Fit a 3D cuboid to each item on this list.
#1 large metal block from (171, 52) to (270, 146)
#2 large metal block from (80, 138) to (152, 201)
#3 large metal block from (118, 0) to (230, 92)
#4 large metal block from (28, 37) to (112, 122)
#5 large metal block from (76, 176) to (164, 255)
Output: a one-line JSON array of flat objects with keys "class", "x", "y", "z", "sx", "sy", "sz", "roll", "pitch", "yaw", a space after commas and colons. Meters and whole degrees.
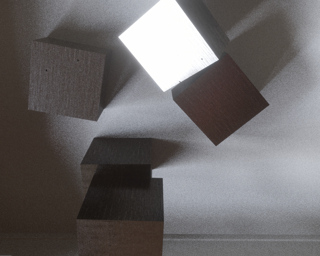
[{"class": "large metal block", "x": 0.072, "y": -0.039, "z": 0.385, "sx": 0.080, "sy": 0.050, "sz": 0.080, "roll": -40, "pitch": 106, "yaw": 13}, {"class": "large metal block", "x": -0.051, "y": 0.051, "z": 0.400, "sx": 0.081, "sy": 0.080, "sz": 0.050, "roll": 0, "pitch": 110, "yaw": -1}, {"class": "large metal block", "x": 0.016, "y": -0.099, "z": 0.344, "sx": 0.080, "sy": 0.050, "sz": 0.080, "roll": -26, "pitch": 111, "yaw": 40}, {"class": "large metal block", "x": -0.107, "y": -0.060, "z": 0.374, "sx": 0.081, "sy": 0.050, "sz": 0.079, "roll": 10, "pitch": 110, "yaw": -4}, {"class": "large metal block", "x": -0.038, "y": 0.094, "z": 0.331, "sx": 0.081, "sy": 0.080, "sz": 0.050, "roll": 2, "pitch": 111, "yaw": -1}]
